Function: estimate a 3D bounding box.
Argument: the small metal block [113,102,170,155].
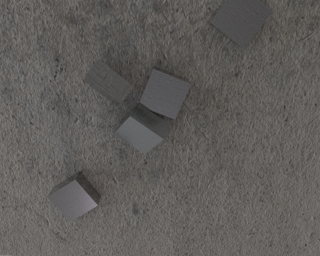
[{"bbox_3d":[-0.024,0.002,0.398,0.050,0.025,0.050,35,140,-12],"label":"small metal block"}]

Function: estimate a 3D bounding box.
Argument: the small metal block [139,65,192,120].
[{"bbox_3d":[0.006,-0.045,0.393,0.050,0.025,0.050,21,109,-8],"label":"small metal block"}]

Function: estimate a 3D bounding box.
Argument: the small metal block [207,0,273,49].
[{"bbox_3d":[0.092,-0.130,0.363,0.050,0.025,0.050,35,106,-12],"label":"small metal block"}]

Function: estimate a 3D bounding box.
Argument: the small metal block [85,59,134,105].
[{"bbox_3d":[-0.063,-0.053,0.373,0.050,0.050,0.025,38,83,-13],"label":"small metal block"}]

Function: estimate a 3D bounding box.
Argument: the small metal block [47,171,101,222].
[{"bbox_3d":[-0.122,0.098,0.445,0.050,0.025,0.050,-32,107,11],"label":"small metal block"}]
